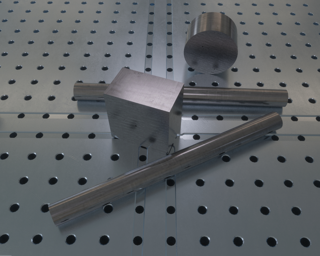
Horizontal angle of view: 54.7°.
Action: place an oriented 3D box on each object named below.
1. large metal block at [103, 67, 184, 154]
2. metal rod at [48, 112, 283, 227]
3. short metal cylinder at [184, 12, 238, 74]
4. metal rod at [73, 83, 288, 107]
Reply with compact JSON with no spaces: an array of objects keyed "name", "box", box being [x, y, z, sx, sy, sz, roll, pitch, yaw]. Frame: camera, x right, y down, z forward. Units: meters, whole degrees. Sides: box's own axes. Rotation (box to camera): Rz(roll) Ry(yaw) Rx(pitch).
[{"name":"large metal block","box":[-0.018,-0.021,0.389,0.080,0.080,0.050,17,52,13]},{"name":"metal rod","box":[0.021,0.041,0.372,0.302,0.025,0.025,-21,53,-17]},{"name":"short metal cylinder","box":[0.080,-0.131,0.482,0.080,0.080,0.050,6,51,5]},{"name":"metal rod","box":[0.028,-0.048,0.447,0.302,0.025,0.025,2,50,1]}]
